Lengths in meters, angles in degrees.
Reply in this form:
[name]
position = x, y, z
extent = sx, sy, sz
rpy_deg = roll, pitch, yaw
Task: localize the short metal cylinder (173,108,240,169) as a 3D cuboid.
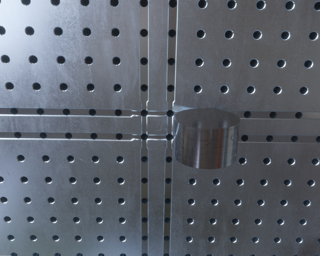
[short metal cylinder]
position = 0.057, 0.011, 0.388
extent = 0.080, 0.080, 0.050
rpy_deg = 0, 110, 0
